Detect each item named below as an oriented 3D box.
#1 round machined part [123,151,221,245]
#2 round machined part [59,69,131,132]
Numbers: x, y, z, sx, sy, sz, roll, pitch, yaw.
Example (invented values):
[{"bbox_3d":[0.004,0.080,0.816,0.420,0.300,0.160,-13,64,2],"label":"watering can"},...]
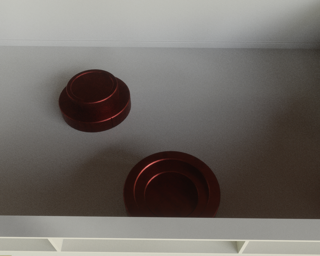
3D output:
[{"bbox_3d":[0.012,0.076,0.330,0.099,0.042,0.098,0,50,0],"label":"round machined part"},{"bbox_3d":[-0.091,-0.044,0.430,0.099,0.042,0.098,0,50,0],"label":"round machined part"}]
